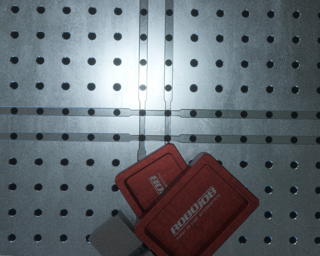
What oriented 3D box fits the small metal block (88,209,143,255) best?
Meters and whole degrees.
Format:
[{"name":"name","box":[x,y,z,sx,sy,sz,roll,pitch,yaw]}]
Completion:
[{"name":"small metal block","box":[-0.058,0.147,0.413,0.050,0.025,0.050,-40,91,0]}]

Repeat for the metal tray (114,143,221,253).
[{"name":"metal tray","box":[0.012,0.095,0.410,0.090,0.030,0.130,-32,90,-1]}]

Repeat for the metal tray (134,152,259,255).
[{"name":"metal tray","box":[0.044,0.105,0.380,0.090,0.030,0.130,43,89,-1]}]

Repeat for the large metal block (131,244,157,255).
[{"name":"large metal block","box":[-0.018,0.205,0.401,0.080,0.050,0.080,-39,91,0]}]
